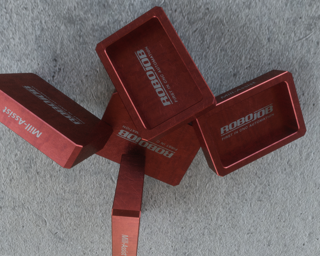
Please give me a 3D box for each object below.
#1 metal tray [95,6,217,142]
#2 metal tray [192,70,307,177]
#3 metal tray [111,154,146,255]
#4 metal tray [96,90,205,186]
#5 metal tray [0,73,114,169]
[{"bbox_3d":[-0.006,-0.060,0.355,0.090,0.030,0.130,-30,79,10],"label":"metal tray"},{"bbox_3d":[0.112,-0.007,0.390,0.131,0.030,0.090,-25,109,-7],"label":"metal tray"},{"bbox_3d":[-0.039,0.108,0.395,0.030,0.090,0.129,5,131,-2],"label":"metal tray"},{"bbox_3d":[-0.016,0.013,0.413,0.131,0.030,0.089,24,108,-9],"label":"metal tray"},{"bbox_3d":[-0.128,-0.014,0.353,0.130,0.090,0.030,35,107,5],"label":"metal tray"}]
